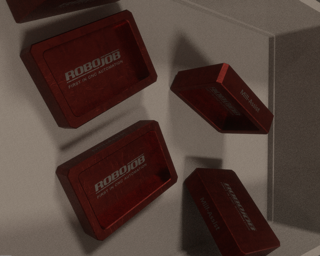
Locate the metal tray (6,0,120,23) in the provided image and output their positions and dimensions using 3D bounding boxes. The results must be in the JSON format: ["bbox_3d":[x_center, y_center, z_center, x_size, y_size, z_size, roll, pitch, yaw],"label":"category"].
[{"bbox_3d":[-0.072,-0.141,0.304,0.131,0.090,0.030,-31,110,-36],"label":"metal tray"}]

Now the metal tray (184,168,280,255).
[{"bbox_3d":[0.100,0.118,0.437,0.091,0.030,0.130,9,40,-40],"label":"metal tray"}]

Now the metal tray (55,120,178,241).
[{"bbox_3d":[-0.044,0.056,0.368,0.131,0.030,0.090,-32,110,-36],"label":"metal tray"}]

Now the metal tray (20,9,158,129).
[{"bbox_3d":[-0.071,-0.067,0.345,0.131,0.030,0.090,-36,113,-34],"label":"metal tray"}]

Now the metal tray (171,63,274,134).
[{"bbox_3d":[0.090,-0.036,0.441,0.130,0.090,0.030,37,67,-34],"label":"metal tray"}]
